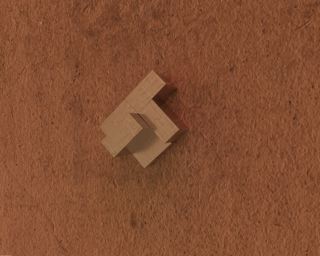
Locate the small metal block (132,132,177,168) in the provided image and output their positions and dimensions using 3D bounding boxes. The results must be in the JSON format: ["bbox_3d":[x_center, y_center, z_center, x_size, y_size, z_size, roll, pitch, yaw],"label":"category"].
[{"bbox_3d":[-0.015,0.018,0.415,0.050,0.025,0.050,-44,77,14],"label":"small metal block"}]

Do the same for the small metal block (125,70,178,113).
[{"bbox_3d":[-0.010,-0.044,0.399,0.050,0.050,0.025,-45,76,14],"label":"small metal block"}]

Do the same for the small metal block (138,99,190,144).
[{"bbox_3d":[0.006,-0.008,0.394,0.025,0.050,0.050,-45,77,14],"label":"small metal block"}]

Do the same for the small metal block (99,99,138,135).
[{"bbox_3d":[-0.044,-0.010,0.411,0.050,0.050,0.025,-45,76,14],"label":"small metal block"}]

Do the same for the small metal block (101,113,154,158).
[{"bbox_3d":[-0.036,0.008,0.382,0.050,0.050,0.025,-45,76,14],"label":"small metal block"}]
